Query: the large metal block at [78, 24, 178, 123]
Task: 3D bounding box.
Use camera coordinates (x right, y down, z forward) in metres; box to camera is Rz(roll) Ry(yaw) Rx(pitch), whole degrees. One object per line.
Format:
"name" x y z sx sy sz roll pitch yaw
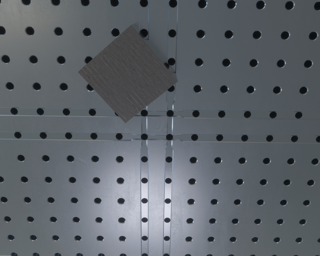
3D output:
"large metal block" -0.036 -0.067 0.375 0.080 0.050 0.080 -38 106 13
